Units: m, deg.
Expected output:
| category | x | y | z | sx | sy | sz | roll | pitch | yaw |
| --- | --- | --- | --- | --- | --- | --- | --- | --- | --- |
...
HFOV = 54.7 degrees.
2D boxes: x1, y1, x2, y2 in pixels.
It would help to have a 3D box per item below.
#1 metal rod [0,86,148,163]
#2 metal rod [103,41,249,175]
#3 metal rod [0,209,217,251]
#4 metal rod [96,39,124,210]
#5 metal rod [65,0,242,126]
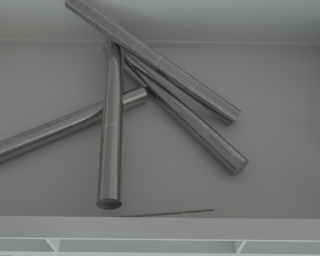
| category | x | y | z | sx | sy | sz | roll | pitch | yaw |
| --- | --- | --- | --- | --- | --- | --- | --- | --- | --- |
| metal rod | -0.153 | 0.010 | 0.394 | 0.302 | 0.025 | 0.025 | -25 | 55 | -20 |
| metal rod | 0.006 | -0.045 | 0.442 | 0.025 | 0.025 | 0.300 | -30 | 56 | -23 |
| metal rod | -0.094 | 0.106 | 0.314 | 0.302 | 0.025 | 0.025 | -3 | 50 | -4 |
| metal rod | -0.060 | -0.039 | 0.403 | 0.025 | 0.025 | 0.300 | -3 | 50 | -3 |
| metal rod | -0.016 | -0.102 | 0.442 | 0.300 | 0.025 | 0.025 | 37 | 58 | 9 |
